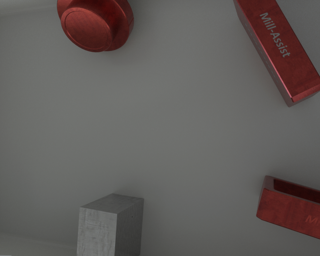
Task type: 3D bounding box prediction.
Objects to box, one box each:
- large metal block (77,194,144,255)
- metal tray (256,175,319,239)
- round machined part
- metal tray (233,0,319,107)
[{"bbox_3d":[-0.062,0.136,0.402,0.050,0.080,0.079,4,92,19],"label":"large metal block"},{"bbox_3d":[0.170,0.087,0.316,0.130,0.090,0.030,15,95,19],"label":"metal tray"},{"bbox_3d":[-0.087,-0.137,0.399,0.098,0.098,0.042,5,54,19],"label":"round machined part"},{"bbox_3d":[0.123,-0.088,0.332,0.030,0.090,0.130,-28,81,18],"label":"metal tray"}]
